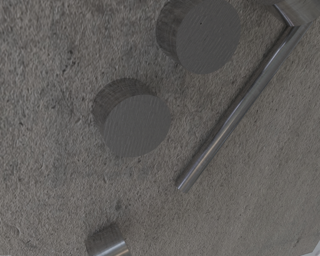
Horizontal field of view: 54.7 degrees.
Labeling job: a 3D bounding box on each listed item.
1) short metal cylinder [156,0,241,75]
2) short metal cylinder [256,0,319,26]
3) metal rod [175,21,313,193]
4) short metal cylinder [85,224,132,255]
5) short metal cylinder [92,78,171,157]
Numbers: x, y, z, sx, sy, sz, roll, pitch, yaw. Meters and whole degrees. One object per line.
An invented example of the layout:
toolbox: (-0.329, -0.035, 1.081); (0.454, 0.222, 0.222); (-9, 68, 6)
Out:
short metal cylinder: (0.042, -0.107, 0.348); (0.081, 0.050, 0.079); (-14, 124, -21)
short metal cylinder: (0.155, -0.165, 0.354); (0.050, 0.080, 0.080); (20, 108, -36)
metal rod: (0.115, -0.028, 0.452); (0.025, 0.025, 0.299); (25, 105, -37)
short metal cylinder: (-0.069, 0.187, 0.450); (0.050, 0.080, 0.080); (-25, 128, -13)
short metal cylinder: (-0.034, -0.012, 0.364); (0.081, 0.050, 0.079); (-14, 124, -21)
